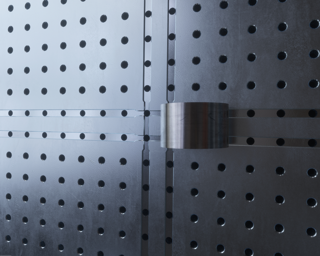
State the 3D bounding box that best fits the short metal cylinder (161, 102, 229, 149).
[{"bbox_3d":[0.041,-0.003,0.369,0.080,0.080,0.050,0,90,20],"label":"short metal cylinder"}]
